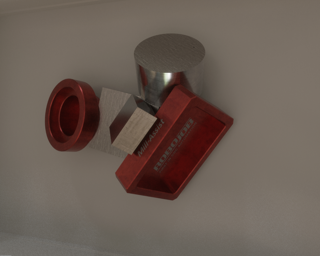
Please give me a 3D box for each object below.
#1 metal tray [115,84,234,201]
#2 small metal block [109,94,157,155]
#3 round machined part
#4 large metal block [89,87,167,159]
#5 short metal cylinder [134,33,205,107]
[{"bbox_3d":[0.019,0.023,0.366,0.129,0.090,0.030,-55,47,11],"label":"metal tray"},{"bbox_3d":[-0.032,-0.006,0.351,0.025,0.050,0.050,31,103,-22],"label":"small metal block"},{"bbox_3d":[-0.114,-0.016,0.426,0.098,0.042,0.097,-6,81,42],"label":"round machined part"},{"bbox_3d":[-0.037,-0.003,0.408,0.080,0.050,0.079,16,95,19],"label":"large metal block"},{"bbox_3d":[0.012,-0.069,0.368,0.080,0.080,0.050,17,140,19],"label":"short metal cylinder"}]
